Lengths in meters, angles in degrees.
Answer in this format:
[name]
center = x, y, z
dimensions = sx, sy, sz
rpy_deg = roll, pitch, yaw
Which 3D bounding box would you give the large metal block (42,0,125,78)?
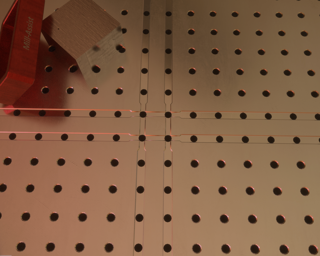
[large metal block]
center = -0.111, -0.133, 0.446
dimensions = 0.080, 0.050, 0.080
rpy_deg = 42, 75, 13

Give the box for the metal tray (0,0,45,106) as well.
[metal tray]
center = -0.192, -0.105, 0.414
dimensions = 0.030, 0.090, 0.130
rpy_deg = 15, 64, -38
